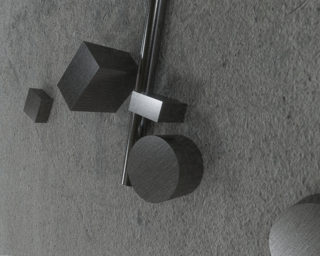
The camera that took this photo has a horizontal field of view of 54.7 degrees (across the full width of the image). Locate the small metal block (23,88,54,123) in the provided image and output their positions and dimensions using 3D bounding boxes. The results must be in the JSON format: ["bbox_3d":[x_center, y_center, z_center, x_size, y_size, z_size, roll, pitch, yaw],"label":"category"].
[{"bbox_3d":[-0.236,-0.044,0.600,0.050,0.025,0.050,36,112,34],"label":"small metal block"}]

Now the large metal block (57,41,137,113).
[{"bbox_3d":[-0.084,-0.068,0.438,0.080,0.081,0.050,-48,62,29],"label":"large metal block"}]

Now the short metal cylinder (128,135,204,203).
[{"bbox_3d":[0.006,0.048,0.384,0.080,0.050,0.080,0,90,40],"label":"short metal cylinder"}]

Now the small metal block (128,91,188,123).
[{"bbox_3d":[-0.002,-0.026,0.391,0.050,0.050,0.025,24,105,37],"label":"small metal block"}]

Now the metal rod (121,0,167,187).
[{"bbox_3d":[-0.020,-0.067,0.421,0.025,0.025,0.298,15,100,39],"label":"metal rod"}]

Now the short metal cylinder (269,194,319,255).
[{"bbox_3d":[0.144,0.101,0.270,0.080,0.050,0.080,0,90,40],"label":"short metal cylinder"}]
